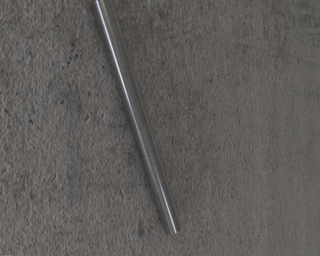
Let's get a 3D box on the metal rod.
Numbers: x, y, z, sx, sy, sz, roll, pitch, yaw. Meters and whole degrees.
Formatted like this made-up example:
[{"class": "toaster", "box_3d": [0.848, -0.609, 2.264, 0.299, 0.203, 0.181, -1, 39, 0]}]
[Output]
[{"class": "metal rod", "box_3d": [-0.024, -0.003, 0.383, 0.025, 0.025, 0.299, -27, 107, -37]}]
